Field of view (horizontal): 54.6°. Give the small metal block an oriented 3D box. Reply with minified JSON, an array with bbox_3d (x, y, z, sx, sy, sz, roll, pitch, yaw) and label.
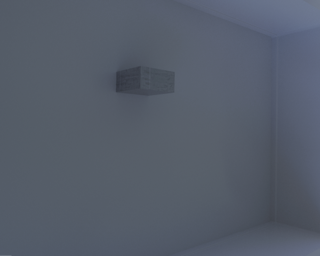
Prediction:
[{"bbox_3d":[-0.018,-0.055,0.374,0.050,0.050,0.025,1,90,-40],"label":"small metal block"}]
